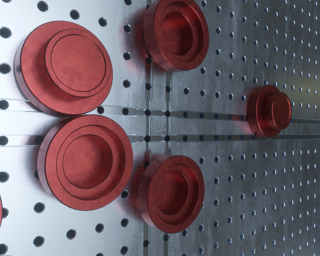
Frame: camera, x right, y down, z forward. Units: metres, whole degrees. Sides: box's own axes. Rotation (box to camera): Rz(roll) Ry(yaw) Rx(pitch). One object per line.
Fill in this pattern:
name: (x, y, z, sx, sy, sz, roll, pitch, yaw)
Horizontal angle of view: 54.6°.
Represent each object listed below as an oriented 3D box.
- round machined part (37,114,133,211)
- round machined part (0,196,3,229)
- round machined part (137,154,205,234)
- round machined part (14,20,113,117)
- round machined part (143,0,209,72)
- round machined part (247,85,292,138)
round machined part: (-0.081, 0.035, 0.330, 0.099, 0.042, 0.097, 0, 91, -40)
round machined part: (-0.183, 0.070, 0.245, 0.099, 0.042, 0.097, 0, 90, -40)
round machined part: (0.010, 0.083, 0.406, 0.099, 0.042, 0.097, 0, 90, -40)
round machined part: (-0.091, -0.062, 0.317, 0.099, 0.042, 0.098, 4, 83, -38)
round machined part: (0.017, -0.123, 0.411, 0.099, 0.042, 0.097, 0, 90, -40)
round machined part: (0.206, -0.031, 0.568, 0.099, 0.042, 0.097, 0, 90, -40)
